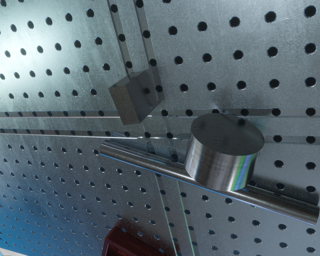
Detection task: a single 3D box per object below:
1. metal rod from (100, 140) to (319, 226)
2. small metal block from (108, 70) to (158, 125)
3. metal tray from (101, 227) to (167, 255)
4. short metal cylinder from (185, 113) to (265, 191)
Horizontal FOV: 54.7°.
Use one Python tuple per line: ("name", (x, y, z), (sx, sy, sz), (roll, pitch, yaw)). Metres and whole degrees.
("metal rod", (0.053, 0.068, 0.424), (0.301, 0.025, 0.025), (16, 125, 18))
("small metal block", (-0.032, -0.038, 0.387), (0.025, 0.050, 0.050), (-6, 115, 31))
("metal tray", (-0.046, 0.253, 0.586), (0.130, 0.030, 0.089), (25, 127, 12))
("short metal cylinder", (0.071, 0.025, 0.353), (0.080, 0.080, 0.050), (19, 126, 16))
